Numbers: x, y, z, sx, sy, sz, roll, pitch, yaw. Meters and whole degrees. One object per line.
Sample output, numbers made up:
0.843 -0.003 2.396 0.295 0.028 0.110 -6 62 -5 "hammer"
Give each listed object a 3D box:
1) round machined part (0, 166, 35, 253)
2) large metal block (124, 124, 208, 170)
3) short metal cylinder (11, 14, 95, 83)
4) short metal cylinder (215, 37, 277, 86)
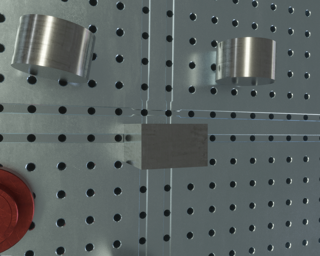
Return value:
-0.189 0.091 0.334 0.099 0.042 0.097 0 90 -20 "round machined part"
0.004 0.020 0.385 0.081 0.080 0.050 0 90 -20 "large metal block"
-0.115 -0.084 0.341 0.081 0.080 0.050 10 87 -20 "short metal cylinder"
0.118 -0.088 0.427 0.081 0.080 0.050 2 90 -20 "short metal cylinder"
